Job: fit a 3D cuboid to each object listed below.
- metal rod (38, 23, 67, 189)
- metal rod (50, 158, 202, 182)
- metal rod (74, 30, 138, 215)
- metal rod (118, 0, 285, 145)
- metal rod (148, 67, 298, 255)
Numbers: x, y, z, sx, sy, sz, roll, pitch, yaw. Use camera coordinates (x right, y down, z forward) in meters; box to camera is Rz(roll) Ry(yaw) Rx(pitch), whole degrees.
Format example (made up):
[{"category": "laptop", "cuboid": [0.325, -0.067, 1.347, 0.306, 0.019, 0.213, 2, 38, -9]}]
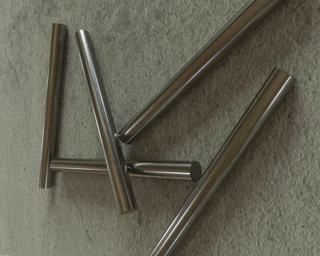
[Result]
[{"category": "metal rod", "cuboid": [-0.197, -0.037, 0.568, 0.025, 0.025, 0.298, 12, 98, 39]}, {"category": "metal rod", "cuboid": [-0.073, 0.059, 0.464, 0.300, 0.025, 0.025, -4, 88, 40]}, {"category": "metal rod", "cuboid": [-0.084, -0.023, 0.453, 0.025, 0.025, 0.299, -36, 62, 34]}, {"category": "metal rod", "cuboid": [0.045, -0.072, 0.368, 0.299, 0.025, 0.025, -42, 65, 32]}, {"category": "metal rod", "cuboid": [0.056, 0.067, 0.358, 0.025, 0.025, 0.298, 43, 116, 31]}]
